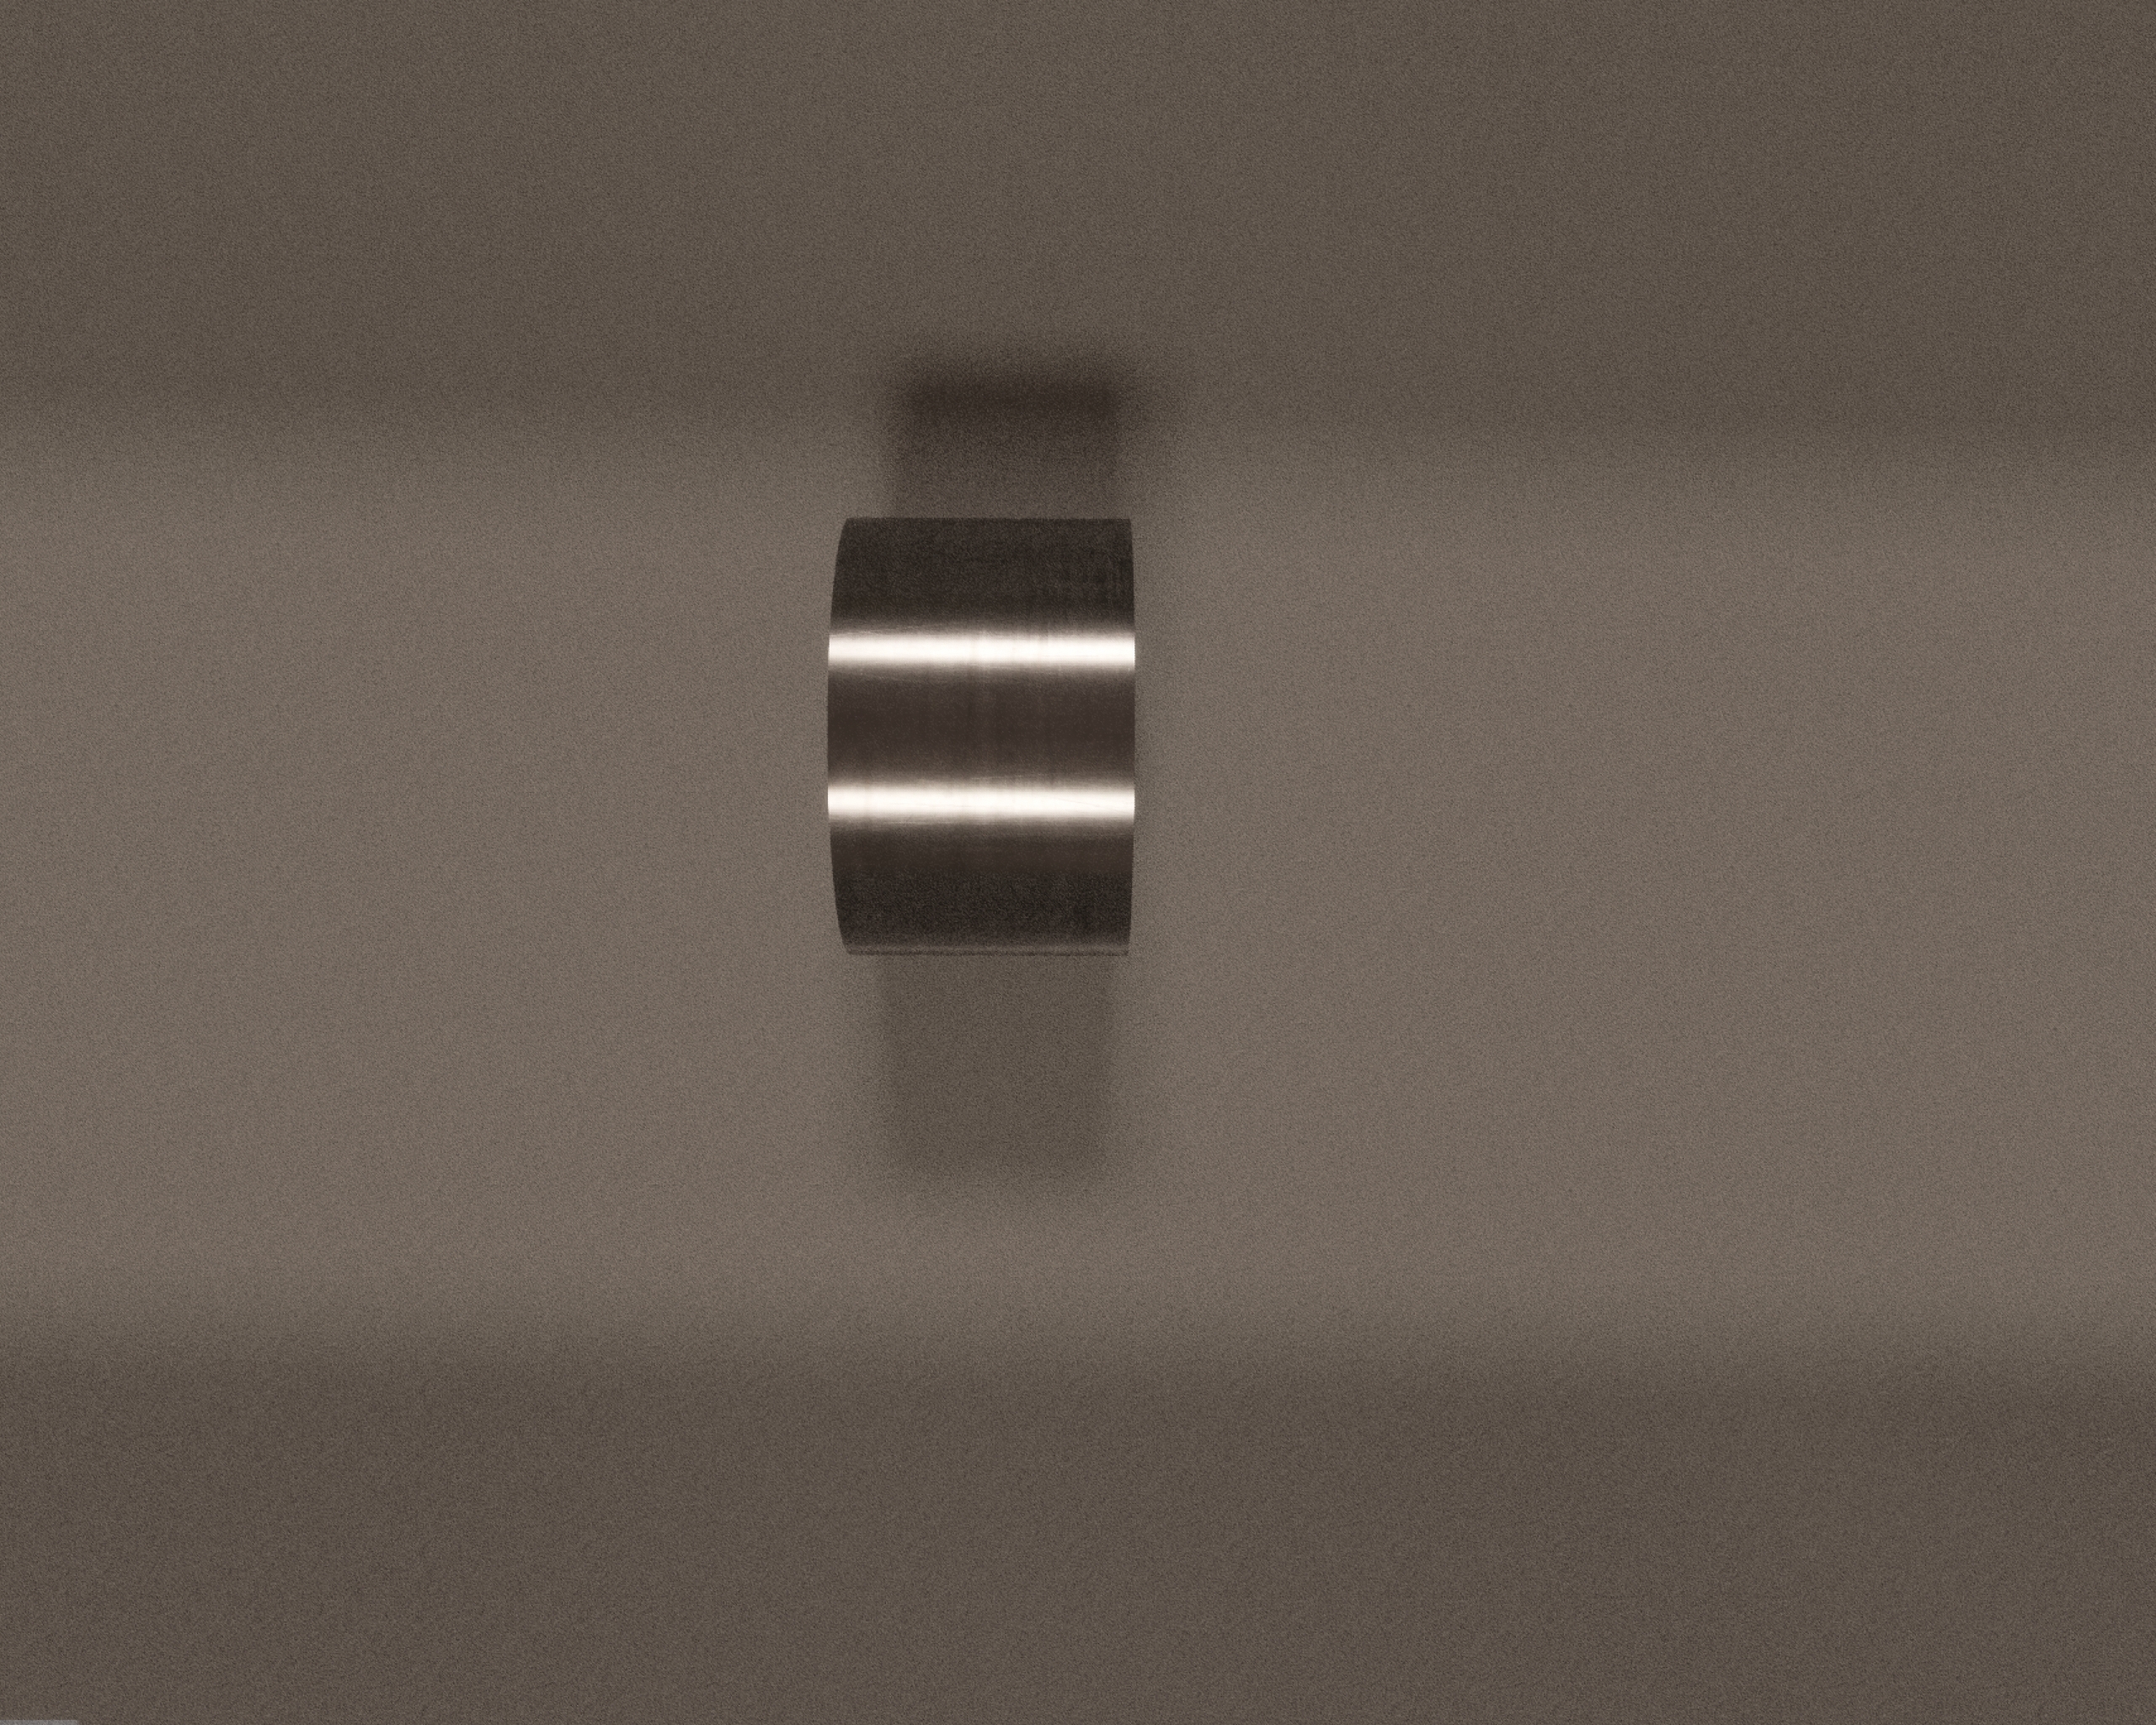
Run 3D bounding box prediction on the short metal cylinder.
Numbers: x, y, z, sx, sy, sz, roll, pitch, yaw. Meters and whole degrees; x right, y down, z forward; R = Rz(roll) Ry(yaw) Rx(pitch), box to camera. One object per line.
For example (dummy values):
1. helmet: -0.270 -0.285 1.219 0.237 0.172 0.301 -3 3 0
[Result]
1. short metal cylinder: -0.016 -0.023 0.381 0.050 0.080 0.079 0 90 0
